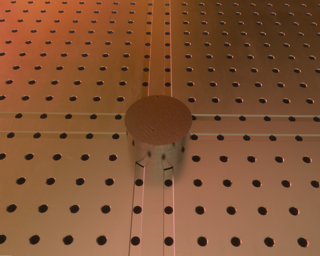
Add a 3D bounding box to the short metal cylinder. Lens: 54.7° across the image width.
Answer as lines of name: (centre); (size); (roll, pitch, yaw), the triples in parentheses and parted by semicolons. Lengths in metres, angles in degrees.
short metal cylinder: (-0.002, 0.004, 0.388); (0.081, 0.050, 0.080); (0, 50, 0)
